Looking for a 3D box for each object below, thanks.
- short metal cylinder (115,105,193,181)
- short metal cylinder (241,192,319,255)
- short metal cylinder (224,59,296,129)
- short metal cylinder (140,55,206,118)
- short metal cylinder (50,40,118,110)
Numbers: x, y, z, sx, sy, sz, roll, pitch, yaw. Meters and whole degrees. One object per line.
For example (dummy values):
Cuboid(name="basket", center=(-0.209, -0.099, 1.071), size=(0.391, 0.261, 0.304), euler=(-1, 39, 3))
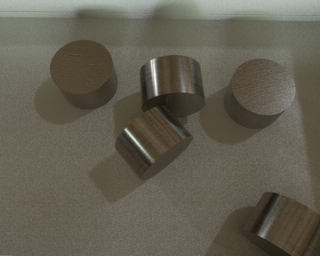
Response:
Cuboid(name="short metal cylinder", center=(-0.007, 0.018, 0.374), size=(0.080, 0.080, 0.050), euler=(-38, 74, -13))
Cuboid(name="short metal cylinder", center=(0.138, 0.114, 0.339), size=(0.080, 0.080, 0.050), euler=(34, 74, 11))
Cuboid(name="short metal cylinder", center=(0.130, -0.045, 0.413), size=(0.081, 0.050, 0.080), euler=(0, 70, 0))
Cuboid(name="short metal cylinder", center=(0.015, -0.050, 0.399), size=(0.081, 0.080, 0.050), euler=(-4, 70, -2))
Cuboid(name="short metal cylinder", center=(-0.101, -0.071, 0.422), size=(0.081, 0.050, 0.080), euler=(0, 70, 0))
